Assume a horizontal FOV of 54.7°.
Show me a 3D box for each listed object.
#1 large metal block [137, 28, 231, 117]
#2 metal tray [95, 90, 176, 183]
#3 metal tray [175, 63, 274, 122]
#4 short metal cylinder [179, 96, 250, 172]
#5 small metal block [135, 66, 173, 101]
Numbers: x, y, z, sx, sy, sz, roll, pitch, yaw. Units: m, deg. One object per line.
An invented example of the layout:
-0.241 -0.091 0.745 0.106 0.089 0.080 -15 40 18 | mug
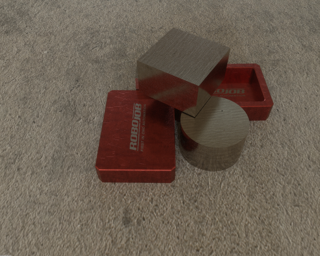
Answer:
0.029 -0.071 0.382 0.080 0.050 0.080 26 55 20 | large metal block
-0.027 0.007 0.397 0.091 0.030 0.130 1 50 0 | metal tray
0.085 -0.052 0.446 0.131 0.030 0.090 -1 50 -1 | metal tray
0.065 0.007 0.383 0.080 0.050 0.080 0 50 0 | short metal cylinder
-0.008 -0.060 0.439 0.050 0.050 0.025 1 50 0 | small metal block
